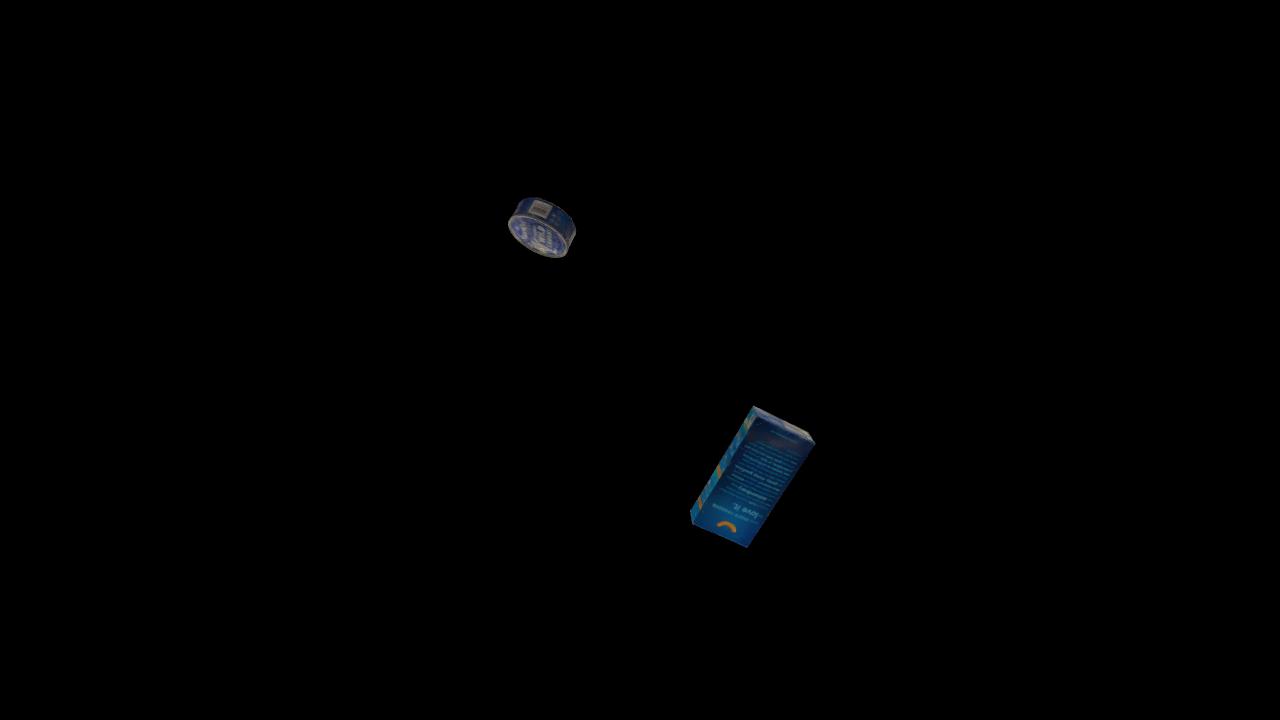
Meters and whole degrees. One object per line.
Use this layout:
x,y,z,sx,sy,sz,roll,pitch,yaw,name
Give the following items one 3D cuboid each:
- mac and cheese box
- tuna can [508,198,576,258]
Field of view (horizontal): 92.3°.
0.152,0.163,0.846,0.093,0.184,0.041,25,17,-10,mac and cheese box
-0.126,-0.172,0.800,0.084,0.034,0.084,19,-21,8,tuna can
